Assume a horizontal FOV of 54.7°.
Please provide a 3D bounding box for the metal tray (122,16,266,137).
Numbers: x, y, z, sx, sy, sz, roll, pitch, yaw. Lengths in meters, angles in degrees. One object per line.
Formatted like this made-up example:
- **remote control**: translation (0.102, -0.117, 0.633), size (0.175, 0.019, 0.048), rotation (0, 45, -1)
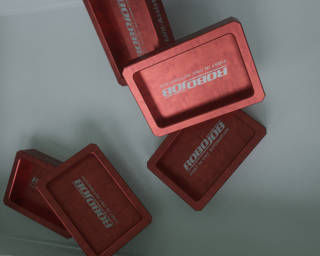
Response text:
- **metal tray**: translation (0.036, -0.052, 0.339), size (0.130, 0.030, 0.090), rotation (-20, 113, 16)

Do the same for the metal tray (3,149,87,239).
- **metal tray**: translation (-0.166, 0.095, 0.464), size (0.130, 0.030, 0.089), rotation (20, 96, 18)

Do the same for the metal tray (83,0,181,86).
- **metal tray**: translation (-0.034, -0.118, 0.372), size (0.090, 0.030, 0.129), rotation (0, 121, 40)

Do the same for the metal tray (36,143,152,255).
- **metal tray**: translation (-0.085, 0.097, 0.405), size (0.090, 0.030, 0.130), rotation (-37, 85, -17)

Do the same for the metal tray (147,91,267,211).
- **metal tray**: translation (0.056, 0.026, 0.387), size (0.090, 0.030, 0.130), rotation (40, 102, 15)
